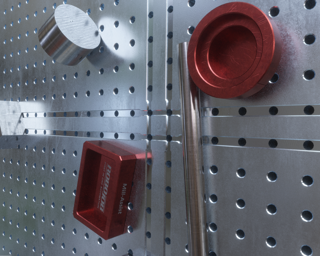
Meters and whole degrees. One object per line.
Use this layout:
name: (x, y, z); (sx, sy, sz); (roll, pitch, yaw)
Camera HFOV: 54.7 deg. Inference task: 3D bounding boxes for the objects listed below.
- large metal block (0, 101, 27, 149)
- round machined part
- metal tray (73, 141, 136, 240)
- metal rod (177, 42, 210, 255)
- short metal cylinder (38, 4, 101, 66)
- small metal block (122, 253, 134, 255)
large metal block: (-0.342, -0.005, 0.676); (0.080, 0.050, 0.080); (-30, 71, 36)
round machined part: (0.081, -0.079, 0.331); (0.098, 0.042, 0.097); (0, 90, 40)
metal tray: (-0.088, 0.092, 0.479); (0.090, 0.030, 0.129); (18, 101, 38)
metal rod: (0.041, 0.046, 0.375); (0.025, 0.025, 0.298); (-5, 87, 40)
short metal cylinder: (-0.143, -0.146, 0.492); (0.050, 0.081, 0.080); (-30, 71, 36)
small metal block: (-0.038, 0.215, 0.441); (0.050, 0.025, 0.050); (9, 96, 39)
